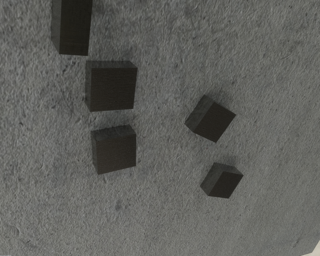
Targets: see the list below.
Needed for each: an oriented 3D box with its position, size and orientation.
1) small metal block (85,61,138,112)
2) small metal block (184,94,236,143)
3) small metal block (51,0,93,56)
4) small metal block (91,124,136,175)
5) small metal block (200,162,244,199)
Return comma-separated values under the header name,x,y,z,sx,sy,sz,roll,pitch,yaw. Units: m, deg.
name,x,y,z,sx,sy,sz,roll,pitch,yaw
small metal block,-0.056,-0.047,0.347,0.050,0.025,0.050,-6,121,-26
small metal block,0.071,-0.012,0.438,0.050,0.025,0.050,24,105,-37
small metal block,-0.083,-0.099,0.284,0.025,0.050,0.050,-3,120,-27
small metal block,-0.058,0.027,0.391,0.050,0.025,0.050,-11,123,-23
small metal block,0.103,0.088,0.518,0.050,0.025,0.050,16,110,-35
